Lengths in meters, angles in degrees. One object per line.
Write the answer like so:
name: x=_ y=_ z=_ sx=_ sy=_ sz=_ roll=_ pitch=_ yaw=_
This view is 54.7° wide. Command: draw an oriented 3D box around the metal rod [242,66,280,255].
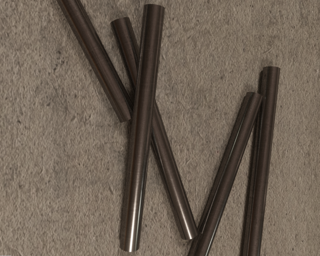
metal rod: x=0.152 y=0.057 z=0.467 sx=0.025 sy=0.025 sz=0.298 roll=8 pitch=87 yaw=-20

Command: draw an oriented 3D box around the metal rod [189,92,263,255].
metal rod: x=0.088 y=0.089 z=0.443 sx=0.025 sy=0.025 sz=0.299 roll=24 pitch=82 yaw=-19

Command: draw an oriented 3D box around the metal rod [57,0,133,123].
metal rod: x=-0.105 y=-0.144 z=0.370 sx=0.025 sy=0.025 sz=0.299 roll=-30 pitch=100 yaw=-18

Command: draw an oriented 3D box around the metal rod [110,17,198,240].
metal rod: x=-0.005 y=0.006 z=0.408 sx=0.025 sy=0.025 sz=0.298 roll=-20 pitch=97 yaw=-19

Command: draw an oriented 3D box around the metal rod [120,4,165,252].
metal rod: x=-0.023 y=0.005 z=0.381 sx=0.025 sy=0.025 sz=0.298 roll=4 pitch=96 yaw=-20
